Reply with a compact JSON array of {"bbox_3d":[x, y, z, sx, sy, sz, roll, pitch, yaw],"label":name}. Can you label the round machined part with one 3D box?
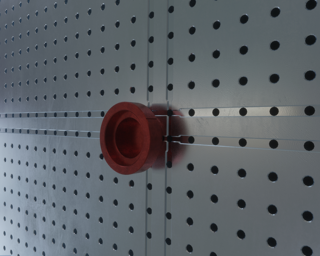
[{"bbox_3d":[-0.035,0.013,0.429,0.098,0.042,0.097,0,90,40],"label":"round machined part"}]
